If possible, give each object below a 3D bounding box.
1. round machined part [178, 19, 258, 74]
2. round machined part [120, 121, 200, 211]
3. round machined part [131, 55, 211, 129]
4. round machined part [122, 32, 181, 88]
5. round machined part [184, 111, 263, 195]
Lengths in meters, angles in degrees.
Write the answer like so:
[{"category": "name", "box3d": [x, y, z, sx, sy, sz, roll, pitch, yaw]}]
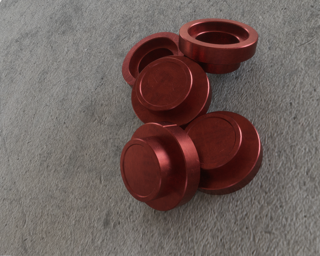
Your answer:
[{"category": "round machined part", "box3d": [0.073, -0.104, 0.401, 0.099, 0.042, 0.098, 0, 39, 0]}, {"category": "round machined part", "box3d": [-0.007, 0.043, 0.338, 0.098, 0.042, 0.097, 8, 101, 47]}, {"category": "round machined part", "box3d": [0.010, -0.045, 0.373, 0.098, 0.042, 0.098, -6, 71, 17]}, {"category": "round machined part", "box3d": [-0.002, -0.087, 0.448, 0.098, 0.042, 0.098, -13, 56, 20]}, {"category": "round machined part", "box3d": [0.062, 0.022, 0.348, 0.098, 0.042, 0.098, -13, 56, 20]}]
